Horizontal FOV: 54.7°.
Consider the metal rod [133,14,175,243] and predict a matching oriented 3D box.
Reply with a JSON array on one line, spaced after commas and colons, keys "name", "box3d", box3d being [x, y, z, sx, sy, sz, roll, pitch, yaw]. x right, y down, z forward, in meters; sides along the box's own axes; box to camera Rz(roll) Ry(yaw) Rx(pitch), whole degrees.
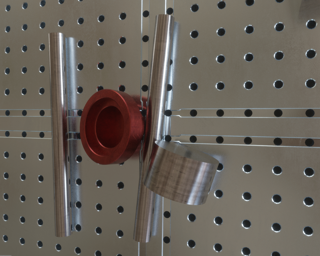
[{"name": "metal rod", "box3d": [-0.009, 0.002, 0.414, 0.025, 0.025, 0.298, 7, 92, 19]}]

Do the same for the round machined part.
[{"name": "round machined part", "box3d": [-0.060, -0.001, 0.413, 0.098, 0.042, 0.097, -2, 86, 39]}]

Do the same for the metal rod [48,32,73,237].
[{"name": "metal rod", "box3d": [-0.149, 0.009, 0.463, 0.025, 0.025, 0.298, -3, 89, 19]}]

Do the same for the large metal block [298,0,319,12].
[{"name": "large metal block", "box3d": [0.189, -0.183, 0.333, 0.080, 0.050, 0.080, -8, 87, 19]}]

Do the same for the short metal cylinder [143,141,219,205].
[{"name": "short metal cylinder", "box3d": [0.025, 0.052, 0.374, 0.080, 0.080, 0.050, 19, 97, 18]}]
